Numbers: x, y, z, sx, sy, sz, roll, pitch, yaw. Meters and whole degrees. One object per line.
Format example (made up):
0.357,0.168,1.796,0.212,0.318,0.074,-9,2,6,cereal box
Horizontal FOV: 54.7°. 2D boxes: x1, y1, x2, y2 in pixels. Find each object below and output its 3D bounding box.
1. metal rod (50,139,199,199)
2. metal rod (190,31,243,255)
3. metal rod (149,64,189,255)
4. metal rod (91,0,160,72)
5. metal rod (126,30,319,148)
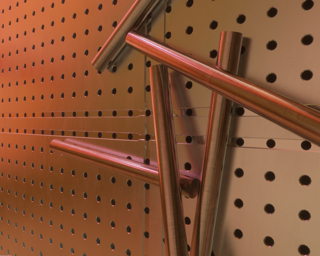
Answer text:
-0.073,0.052,0.467,0.300,0.025,0.025,10,97,39,metal rod
0.061,0.043,0.357,0.025,0.025,0.298,12,97,39,metal rod
0.012,0.067,0.364,0.025,0.025,0.299,-18,71,38,metal rod
-0.003,-0.186,0.410,0.299,0.025,0.025,-44,64,31,metal rod
0.048,-0.059,0.336,0.300,0.025,0.025,38,113,43,metal rod
